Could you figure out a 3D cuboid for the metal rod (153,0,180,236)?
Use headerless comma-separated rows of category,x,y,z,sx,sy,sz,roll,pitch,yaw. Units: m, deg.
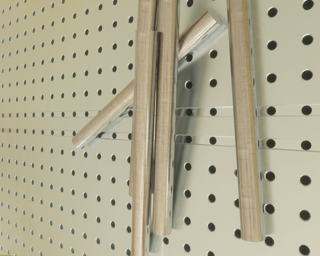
metal rod,0.007,-0.012,0.380,0.025,0.025,0.298,10,103,39

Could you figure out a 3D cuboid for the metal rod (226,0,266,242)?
metal rod,0.091,-0.033,0.333,0.025,0.025,0.298,-5,87,39

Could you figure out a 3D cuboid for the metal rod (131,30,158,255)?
metal rod,-0.021,0.033,0.391,0.025,0.025,0.298,15,110,38

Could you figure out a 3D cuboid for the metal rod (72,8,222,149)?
metal rod,-0.037,-0.052,0.437,0.299,0.025,0.025,-37,67,33

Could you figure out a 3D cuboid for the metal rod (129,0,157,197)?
metal rod,-0.021,-0.051,0.395,0.025,0.025,0.298,17,109,38
